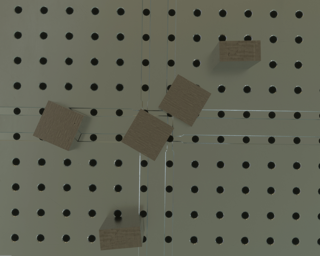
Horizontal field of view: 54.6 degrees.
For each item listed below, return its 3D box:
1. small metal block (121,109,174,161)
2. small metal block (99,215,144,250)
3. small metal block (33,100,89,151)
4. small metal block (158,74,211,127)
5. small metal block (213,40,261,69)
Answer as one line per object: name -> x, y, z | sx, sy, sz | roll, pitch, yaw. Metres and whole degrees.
small metal block -> -0.016, 0.009, 0.413 | 0.050, 0.025, 0.050 | 30, 90, 0
small metal block -> -0.048, 0.134, 0.401 | 0.050, 0.050, 0.025 | -5, 90, 0
small metal block -> -0.131, -0.003, 0.413 | 0.050, 0.025, 0.050 | 24, 90, 0
small metal block -> 0.032, -0.036, 0.414 | 0.050, 0.025, 0.050 | 31, 90, 0
small metal block -> 0.097, -0.094, 0.401 | 0.050, 0.050, 0.025 | -1, 90, 0
